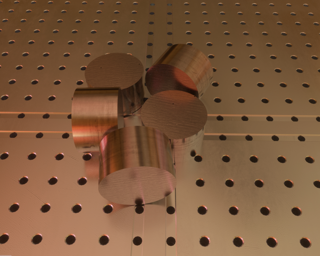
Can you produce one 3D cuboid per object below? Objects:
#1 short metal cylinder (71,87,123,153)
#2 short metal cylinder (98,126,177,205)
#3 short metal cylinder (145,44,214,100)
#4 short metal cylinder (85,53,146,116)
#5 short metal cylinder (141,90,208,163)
[{"bbox_3d":[-0.073,-0.010,0.381,0.050,0.080,0.080,-1,50,-2],"label":"short metal cylinder"},{"bbox_3d":[-0.025,0.042,0.335,0.081,0.080,0.050,-5,51,-4],"label":"short metal cylinder"},{"bbox_3d":[0.027,-0.068,0.429,0.080,0.080,0.050,23,53,18],"label":"short metal cylinder"},{"bbox_3d":[-0.062,-0.063,0.443,0.080,0.050,0.080,0,50,1],"label":"short metal cylinder"},{"bbox_3d":[0.017,-0.002,0.393,0.081,0.050,0.080,1,50,0],"label":"short metal cylinder"}]
